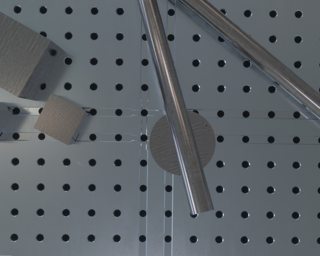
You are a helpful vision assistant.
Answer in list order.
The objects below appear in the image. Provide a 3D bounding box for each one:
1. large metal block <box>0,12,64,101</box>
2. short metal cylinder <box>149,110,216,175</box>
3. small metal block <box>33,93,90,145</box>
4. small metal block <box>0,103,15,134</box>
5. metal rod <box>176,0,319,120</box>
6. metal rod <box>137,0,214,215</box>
[{"bbox_3d":[-0.187,-0.092,0.399,0.080,0.050,0.080,30,90,0],"label":"large metal block"},{"bbox_3d":[0.027,0.018,0.401,0.081,0.050,0.080,0,90,0],"label":"short metal cylinder"},{"bbox_3d":[-0.130,-0.011,0.412,0.050,0.025,0.050,27,90,0],"label":"small metal block"},{"bbox_3d":[-0.223,-0.008,0.399,0.025,0.050,0.050,33,90,0],"label":"small metal block"},{"bbox_3d":[0.121,-0.105,0.413,0.300,0.025,0.025,40,90,0],"label":"metal rod"},{"bbox_3d":[0.011,-0.050,0.371,0.025,0.025,0.299,-14,73,0],"label":"metal rod"}]
